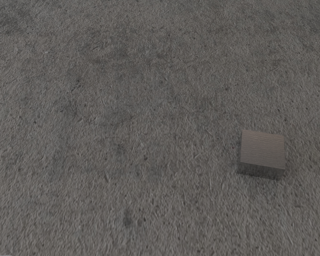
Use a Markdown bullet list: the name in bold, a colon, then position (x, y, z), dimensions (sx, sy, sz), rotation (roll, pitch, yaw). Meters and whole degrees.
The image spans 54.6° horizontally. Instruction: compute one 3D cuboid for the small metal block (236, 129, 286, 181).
- **small metal block**: position (0.122, 0.032, 0.377), dimensions (0.050, 0.025, 0.050), rotation (9, 51, 8)
